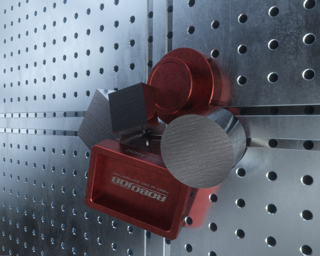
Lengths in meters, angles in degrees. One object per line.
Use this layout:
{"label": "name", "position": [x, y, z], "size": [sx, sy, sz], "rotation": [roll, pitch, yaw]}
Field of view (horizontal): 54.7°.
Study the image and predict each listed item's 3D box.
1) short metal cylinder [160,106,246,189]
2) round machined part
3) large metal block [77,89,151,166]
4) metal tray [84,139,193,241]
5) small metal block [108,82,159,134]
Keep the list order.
{"label": "short metal cylinder", "position": [0.048, 0.019, 0.339], "size": [0.080, 0.050, 0.079], "rotation": [8, 108, 27]}
{"label": "round machined part", "position": [0.022, -0.050, 0.380], "size": [0.098, 0.042, 0.097], "rotation": [0, 90, 40]}
{"label": "large metal block", "position": [-0.065, 0.000, 0.447], "size": [0.080, 0.050, 0.080], "rotation": [43, 116, 31]}
{"label": "metal tray", "position": [-0.028, 0.075, 0.392], "size": [0.130, 0.030, 0.089], "rotation": [17, 109, 16]}
{"label": "small metal block", "position": [-0.033, -0.022, 0.376], "size": [0.050, 0.025, 0.050], "rotation": [-14, 78, 28]}
